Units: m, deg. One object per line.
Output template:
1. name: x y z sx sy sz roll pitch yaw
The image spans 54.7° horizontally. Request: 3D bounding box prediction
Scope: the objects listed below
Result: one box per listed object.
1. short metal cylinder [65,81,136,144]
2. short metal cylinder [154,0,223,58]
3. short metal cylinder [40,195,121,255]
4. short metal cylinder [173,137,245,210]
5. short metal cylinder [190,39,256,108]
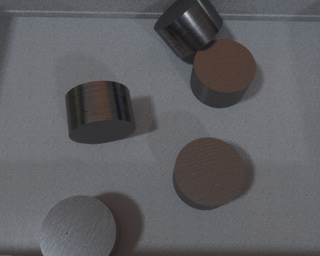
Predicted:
1. short metal cylinder: -0.074 -0.017 0.386 0.081 0.080 0.050 -10 71 -4
2. short metal cylinder: 0.039 -0.144 0.426 0.050 0.080 0.080 45 71 -27
3. short metal cylinder: -0.087 0.120 0.351 0.081 0.050 0.080 0 70 0
4. short metal cylinder: 0.057 0.057 0.376 0.081 0.050 0.080 0 70 0
5. short metal cylinder: 0.084 -0.073 0.424 0.081 0.050 0.080 0 70 0
